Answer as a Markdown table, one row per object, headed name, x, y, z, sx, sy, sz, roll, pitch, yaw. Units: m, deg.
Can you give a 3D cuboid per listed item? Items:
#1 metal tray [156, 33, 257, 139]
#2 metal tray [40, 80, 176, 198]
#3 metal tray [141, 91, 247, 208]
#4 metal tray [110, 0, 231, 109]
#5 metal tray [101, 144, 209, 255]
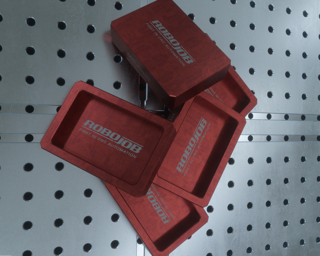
| name | x | y | z | sx | sy | sz | roll | pitch | yaw |
| --- | --- | --- | --- | --- | --- | --- | --- | --- | --- |
| metal tray | 0.066 | -0.054 | 0.435 | 0.090 | 0.030 | 0.130 | -45 | 105 | -15 |
| metal tray | -0.058 | 0.011 | 0.357 | 0.130 | 0.030 | 0.090 | 25 | 80 | 12 |
| metal tray | 0.044 | 0.024 | 0.396 | 0.090 | 0.030 | 0.130 | 30 | 80 | -18 |
| metal tray | 0.011 | -0.096 | 0.382 | 0.091 | 0.030 | 0.130 | -32 | 71 | -18 |
| metal tray | -0.005 | 0.095 | 0.409 | 0.090 | 0.030 | 0.130 | -34 | 102 | -17 |
